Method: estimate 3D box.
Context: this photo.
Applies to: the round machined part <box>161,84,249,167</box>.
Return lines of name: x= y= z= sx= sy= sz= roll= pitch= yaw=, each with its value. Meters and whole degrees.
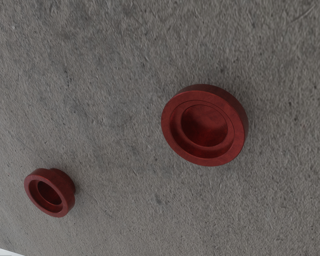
round machined part: x=0.054 y=-0.006 z=0.363 sx=0.098 sy=0.042 sz=0.097 roll=13 pitch=124 yaw=21

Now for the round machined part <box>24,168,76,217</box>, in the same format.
round machined part: x=-0.196 y=0.113 z=0.569 sx=0.098 sy=0.042 sz=0.097 roll=13 pitch=124 yaw=21
